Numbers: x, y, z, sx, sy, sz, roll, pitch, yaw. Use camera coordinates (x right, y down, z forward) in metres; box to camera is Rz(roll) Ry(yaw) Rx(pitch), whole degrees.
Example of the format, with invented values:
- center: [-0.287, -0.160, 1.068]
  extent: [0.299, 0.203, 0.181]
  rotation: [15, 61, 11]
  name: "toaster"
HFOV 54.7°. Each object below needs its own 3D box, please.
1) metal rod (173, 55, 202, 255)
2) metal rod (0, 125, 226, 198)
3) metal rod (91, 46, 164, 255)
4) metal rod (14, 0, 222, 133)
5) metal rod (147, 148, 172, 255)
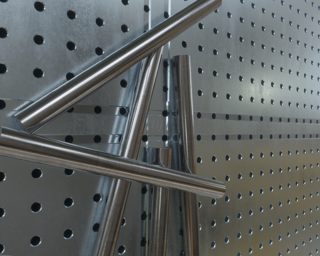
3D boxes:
- center: [0.039, 0.048, 0.444]
  extent: [0.025, 0.025, 0.298]
  rotation: [-6, 94, -40]
  name: "metal rod"
- center: [-0.027, 0.049, 0.354]
  extent: [0.302, 0.025, 0.025]
  rotation: [20, 78, -38]
  name: "metal rod"
- center: [-0.040, 0.035, 0.377]
  extent: [0.025, 0.025, 0.299]
  rotation: [22, 76, -38]
  name: "metal rod"
- center: [-0.029, -0.090, 0.363]
  extent: [0.301, 0.025, 0.025]
  rotation: [-40, 115, -25]
  name: "metal rod"
- center: [-0.005, 0.176, 0.407]
  extent: [0.025, 0.025, 0.298]
  rotation: [6, 86, -40]
  name: "metal rod"
